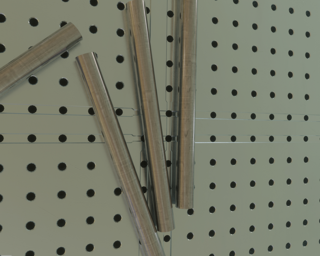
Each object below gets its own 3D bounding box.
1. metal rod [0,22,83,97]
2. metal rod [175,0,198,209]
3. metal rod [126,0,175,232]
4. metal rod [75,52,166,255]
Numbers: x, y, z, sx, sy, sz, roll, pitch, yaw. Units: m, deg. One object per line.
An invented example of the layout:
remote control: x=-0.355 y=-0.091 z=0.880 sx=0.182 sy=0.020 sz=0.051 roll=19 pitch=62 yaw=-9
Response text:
metal rod: x=-0.211 y=-0.022 z=0.334 sx=0.301 sy=0.025 sz=0.025 roll=-41 pitch=103 yaw=-15
metal rod: x=0.037 y=-0.041 z=0.425 sx=0.025 sy=0.025 sz=0.298 roll=1 pitch=90 yaw=-20
metal rod: x=-0.012 y=-0.013 z=0.407 sx=0.025 sy=0.025 sz=0.298 roll=-9 pitch=93 yaw=-20
metal rod: x=-0.045 y=0.052 z=0.395 sx=0.025 sy=0.025 sz=0.299 roll=-21 pitch=97 yaw=-19
